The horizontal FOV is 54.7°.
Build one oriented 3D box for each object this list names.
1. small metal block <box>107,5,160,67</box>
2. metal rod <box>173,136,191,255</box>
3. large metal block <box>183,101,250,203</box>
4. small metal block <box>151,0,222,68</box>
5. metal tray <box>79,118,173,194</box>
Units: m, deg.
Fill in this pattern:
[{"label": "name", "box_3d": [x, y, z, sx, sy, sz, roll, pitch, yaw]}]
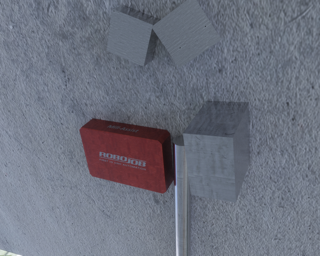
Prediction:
[{"label": "small metal block", "box_3d": [-0.030, -0.106, 0.356, 0.050, 0.025, 0.050, 25, 127, 12]}, {"label": "metal rod", "box_3d": [0.035, 0.144, 0.476, 0.025, 0.025, 0.298, 11, 123, 22]}, {"label": "large metal block", "box_3d": [0.068, 0.023, 0.349, 0.050, 0.080, 0.079, 5, 121, 25]}, {"label": "small metal block", "box_3d": [0.027, -0.098, 0.320, 0.050, 0.025, 0.050, -33, 102, 14]}, {"label": "metal tray", "box_3d": [-0.048, 0.039, 0.452, 0.130, 0.030, 0.089, 9, 122, 23]}]
